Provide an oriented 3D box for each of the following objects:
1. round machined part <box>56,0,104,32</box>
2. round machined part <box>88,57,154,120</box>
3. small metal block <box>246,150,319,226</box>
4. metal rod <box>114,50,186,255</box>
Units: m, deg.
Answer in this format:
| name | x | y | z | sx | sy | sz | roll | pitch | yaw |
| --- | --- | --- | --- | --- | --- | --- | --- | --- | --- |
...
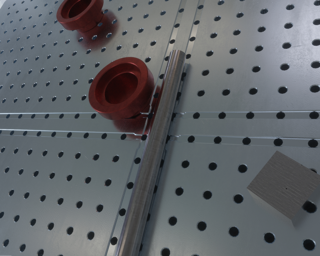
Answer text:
| name | x | y | z | sx | sy | sz | roll | pitch | yaw |
| --- | --- | --- | --- | --- | --- | --- | --- | --- | --- |
| round machined part | -0.154 | -0.232 | 0.621 | 0.098 | 0.042 | 0.098 | -13 | 56 | 21 |
| round machined part | -0.053 | -0.053 | 0.458 | 0.098 | 0.042 | 0.098 | -13 | 56 | 21 |
| small metal block | 0.124 | 0.059 | 0.307 | 0.050 | 0.025 | 0.050 | -49 | 52 | -7 |
| metal rod | -0.007 | 0.024 | 0.397 | 0.025 | 0.025 | 0.300 | 0 | 62 | 28 |
